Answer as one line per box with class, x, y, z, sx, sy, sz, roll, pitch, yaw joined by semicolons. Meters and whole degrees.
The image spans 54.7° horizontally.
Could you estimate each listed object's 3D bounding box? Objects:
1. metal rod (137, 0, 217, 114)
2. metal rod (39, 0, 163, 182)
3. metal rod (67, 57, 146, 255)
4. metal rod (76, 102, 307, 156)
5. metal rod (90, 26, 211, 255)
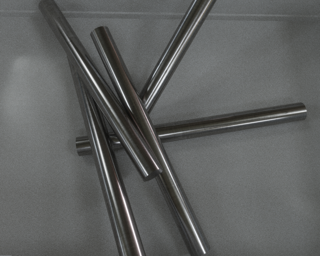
metal rod;0.040;-0.132;0.383;0.025;0.025;0.299;34;103;11
metal rod;-0.086;-0.063;0.395;0.025;0.025;0.299;-30;68;-11
metal rod;-0.072;0.016;0.373;0.025;0.025;0.299;-18;60;-7
metal rod;0.043;0.001;0.409;0.302;0.025;0.025;-9;71;-4
metal rod;-0.016;0.010;0.379;0.025;0.025;0.299;-24;82;-9
